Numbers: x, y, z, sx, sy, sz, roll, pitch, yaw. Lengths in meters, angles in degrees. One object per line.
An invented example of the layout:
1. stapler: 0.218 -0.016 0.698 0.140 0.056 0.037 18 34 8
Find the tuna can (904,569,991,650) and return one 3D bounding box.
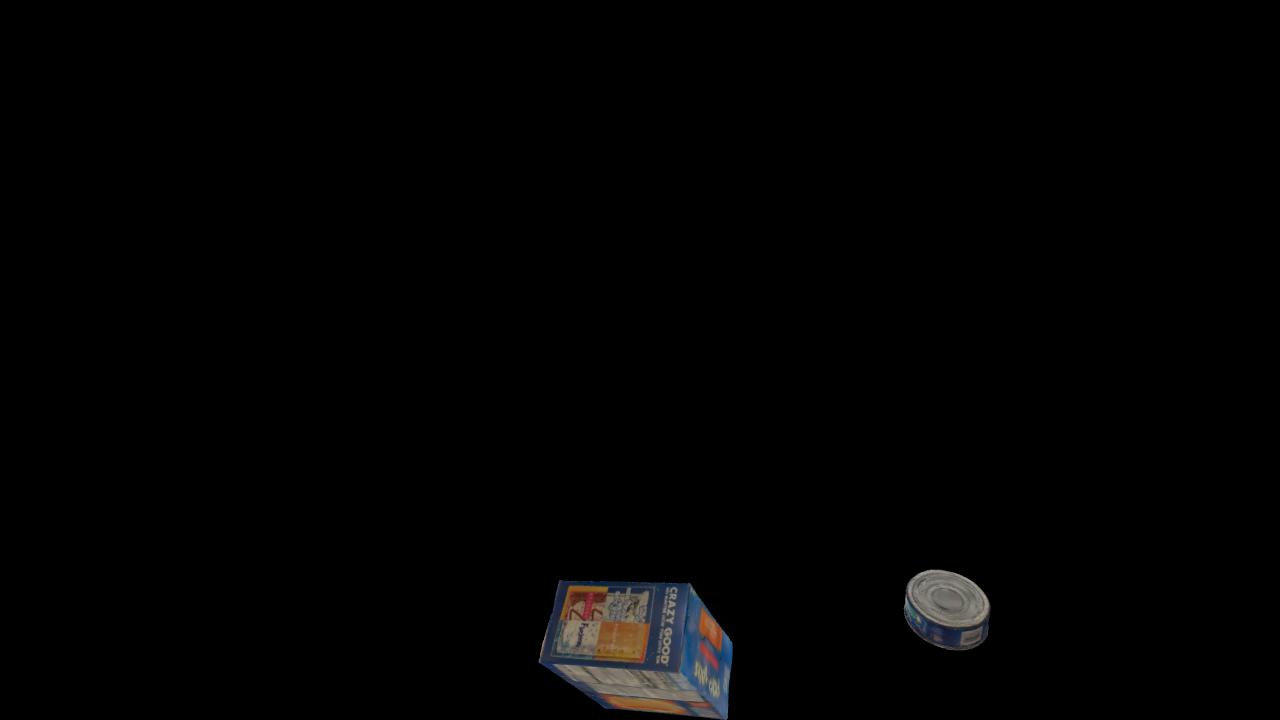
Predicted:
1. tuna can: 0.335 0.271 0.673 0.084 0.034 0.084 -7 26 3

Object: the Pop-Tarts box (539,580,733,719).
1. Pop-Tarts box: 0.004 0.294 0.622 0.141 0.083 0.167 -7 -42 21
